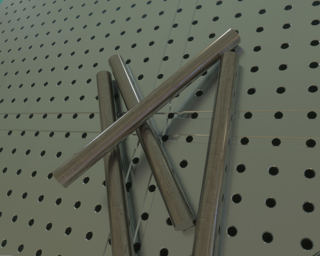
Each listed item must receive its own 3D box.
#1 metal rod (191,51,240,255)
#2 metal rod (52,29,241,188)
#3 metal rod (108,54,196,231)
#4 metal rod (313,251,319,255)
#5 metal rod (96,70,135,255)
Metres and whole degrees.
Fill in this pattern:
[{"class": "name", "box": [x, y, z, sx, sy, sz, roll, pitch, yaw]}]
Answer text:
[{"class": "metal rod", "box": [0.064, 0.037, 0.350, 0.025, 0.025, 0.300, -1, 61, 27]}, {"class": "metal rod", "box": [-0.009, -0.032, 0.403, 0.301, 0.025, 0.025, -40, 51, -11]}, {"class": "metal rod", "box": [-0.023, -0.004, 0.421, 0.025, 0.025, 0.300, -31, 52, 8]}, {"class": "metal rod", "box": [0.161, 0.102, 0.260, 0.300, 0.025, 0.025, -37, 51, 3]}, {"class": "metal rod", "box": [-0.064, 0.034, 0.419, 0.025, 0.025, 0.299, -23, 53, 14]}]
